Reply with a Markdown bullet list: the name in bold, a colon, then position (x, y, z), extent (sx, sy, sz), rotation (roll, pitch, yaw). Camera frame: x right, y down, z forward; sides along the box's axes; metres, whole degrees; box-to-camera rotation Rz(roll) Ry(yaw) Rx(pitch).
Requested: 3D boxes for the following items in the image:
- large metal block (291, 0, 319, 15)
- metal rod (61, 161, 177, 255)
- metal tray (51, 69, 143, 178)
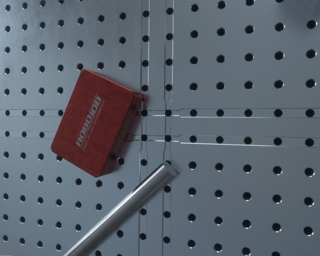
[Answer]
- **large metal block**: position (0.174, -0.178, 0.322), extent (0.050, 0.080, 0.080), rotation (43, 103, 14)
- **metal rod**: position (-0.092, 0.154, 0.443), extent (0.299, 0.025, 0.025), rotation (-44, 77, 14)
- **metal tray**: position (-0.091, -0.007, 0.441), extent (0.090, 0.030, 0.129), rotation (27, 99, 17)
